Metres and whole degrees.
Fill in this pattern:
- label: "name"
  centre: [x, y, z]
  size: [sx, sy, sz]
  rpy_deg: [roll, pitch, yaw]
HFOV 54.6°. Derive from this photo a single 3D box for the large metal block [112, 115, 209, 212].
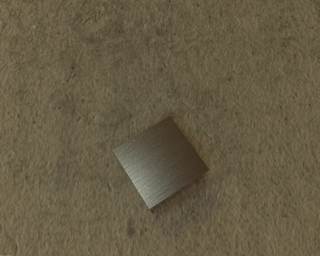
- label: "large metal block"
  centre: [0.000, 0.045, 0.379]
  size: [0.080, 0.050, 0.080]
  rpy_deg: [-32, 73, -11]
